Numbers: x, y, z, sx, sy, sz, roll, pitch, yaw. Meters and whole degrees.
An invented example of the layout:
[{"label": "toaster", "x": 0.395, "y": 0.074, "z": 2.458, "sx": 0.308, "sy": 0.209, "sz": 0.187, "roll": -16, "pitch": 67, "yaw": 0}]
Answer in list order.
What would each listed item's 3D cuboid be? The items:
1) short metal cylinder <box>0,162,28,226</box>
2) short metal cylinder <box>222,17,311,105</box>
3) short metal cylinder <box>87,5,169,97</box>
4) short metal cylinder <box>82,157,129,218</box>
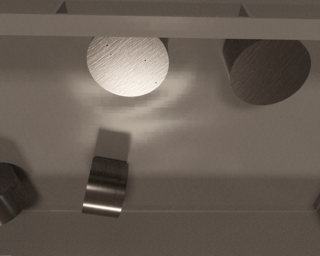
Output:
[{"label": "short metal cylinder", "x": -0.243, "y": 0.097, "z": 0.452, "sx": 0.080, "sy": 0.080, "sz": 0.050, "roll": -5, "pitch": 130, "yaw": 4}, {"label": "short metal cylinder", "x": 0.111, "y": -0.071, "z": 0.334, "sx": 0.081, "sy": 0.050, "sz": 0.079, "roll": 0, "pitch": 130, "yaw": 0}, {"label": "short metal cylinder", "x": -0.032, "y": -0.080, "z": 0.324, "sx": 0.081, "sy": 0.050, "sz": 0.079, "roll": 0, "pitch": 130, "yaw": 0}, {"label": "short metal cylinder", "x": -0.078, "y": 0.085, "z": 0.444, "sx": 0.050, "sy": 0.080, "sz": 0.079, "roll": 12, "pitch": 129, "yaw": -10}]
